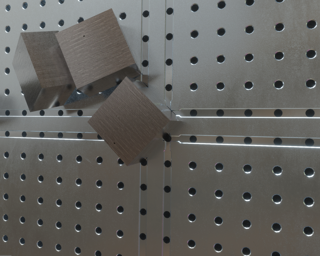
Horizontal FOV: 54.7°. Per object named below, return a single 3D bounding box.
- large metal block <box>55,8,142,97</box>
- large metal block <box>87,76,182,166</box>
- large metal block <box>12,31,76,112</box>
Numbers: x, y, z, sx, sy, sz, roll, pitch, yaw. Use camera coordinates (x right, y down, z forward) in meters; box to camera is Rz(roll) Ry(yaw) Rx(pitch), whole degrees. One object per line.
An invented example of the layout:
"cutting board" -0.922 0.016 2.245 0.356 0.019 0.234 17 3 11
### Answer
"large metal block" -0.080 -0.099 0.416 0.080 0.050 0.080 -24 82 2
"large metal block" -0.033 -0.009 0.410 0.080 0.050 0.080 46 104 14
"large metal block" -0.163 -0.078 0.436 0.080 0.050 0.080 -33 77 52
